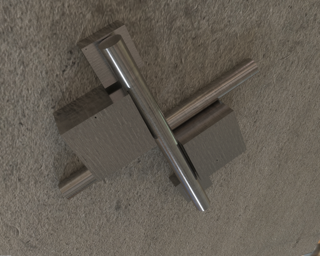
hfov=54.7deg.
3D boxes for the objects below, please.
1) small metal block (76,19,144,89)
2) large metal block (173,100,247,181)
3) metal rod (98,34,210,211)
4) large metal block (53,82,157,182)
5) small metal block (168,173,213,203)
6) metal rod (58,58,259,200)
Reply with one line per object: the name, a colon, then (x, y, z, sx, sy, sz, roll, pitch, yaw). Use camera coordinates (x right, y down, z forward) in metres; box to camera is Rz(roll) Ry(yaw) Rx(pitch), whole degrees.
small metal block: (-0.053, -0.079, 0.332, 0.050, 0.025, 0.050, -33, 129, -7)
large metal block: (0.067, 0.015, 0.438, 0.080, 0.050, 0.080, -34, 129, -6)
metal rod: (0.009, 0.018, 0.392, 0.025, 0.025, 0.299, -34, 129, -6)
large metal block: (-0.062, 0.002, 0.357, 0.080, 0.050, 0.080, -32, 129, -7)
small metal block: (0.049, 0.083, 0.487, 0.050, 0.025, 0.050, -37, 129, -4)
metal rod: (0.003, -0.002, 0.409, 0.301, 0.025, 0.025, -34, 129, -6)
